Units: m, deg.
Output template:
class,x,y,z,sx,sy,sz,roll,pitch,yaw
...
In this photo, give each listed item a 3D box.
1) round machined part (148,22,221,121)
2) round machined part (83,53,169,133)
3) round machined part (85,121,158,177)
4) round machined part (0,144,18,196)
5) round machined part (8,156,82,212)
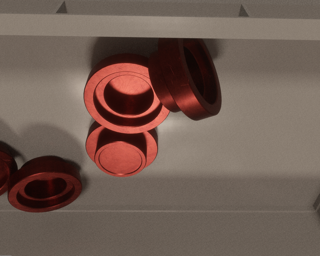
class,x,y,z,sx,sy,sz,roll,pitch,yaw
round machined part,0.024,-0.054,0.318,0.042,0.098,0.098,-18,129,28
round machined part,-0.036,-0.043,0.361,0.099,0.042,0.097,-1,130,0
round machined part,-0.052,0.029,0.422,0.099,0.042,0.097,-1,130,0
round machined part,-0.252,0.056,0.422,0.099,0.042,0.097,-25,136,-26
round machined part,-0.166,0.078,0.449,0.099,0.042,0.097,-14,139,-12
